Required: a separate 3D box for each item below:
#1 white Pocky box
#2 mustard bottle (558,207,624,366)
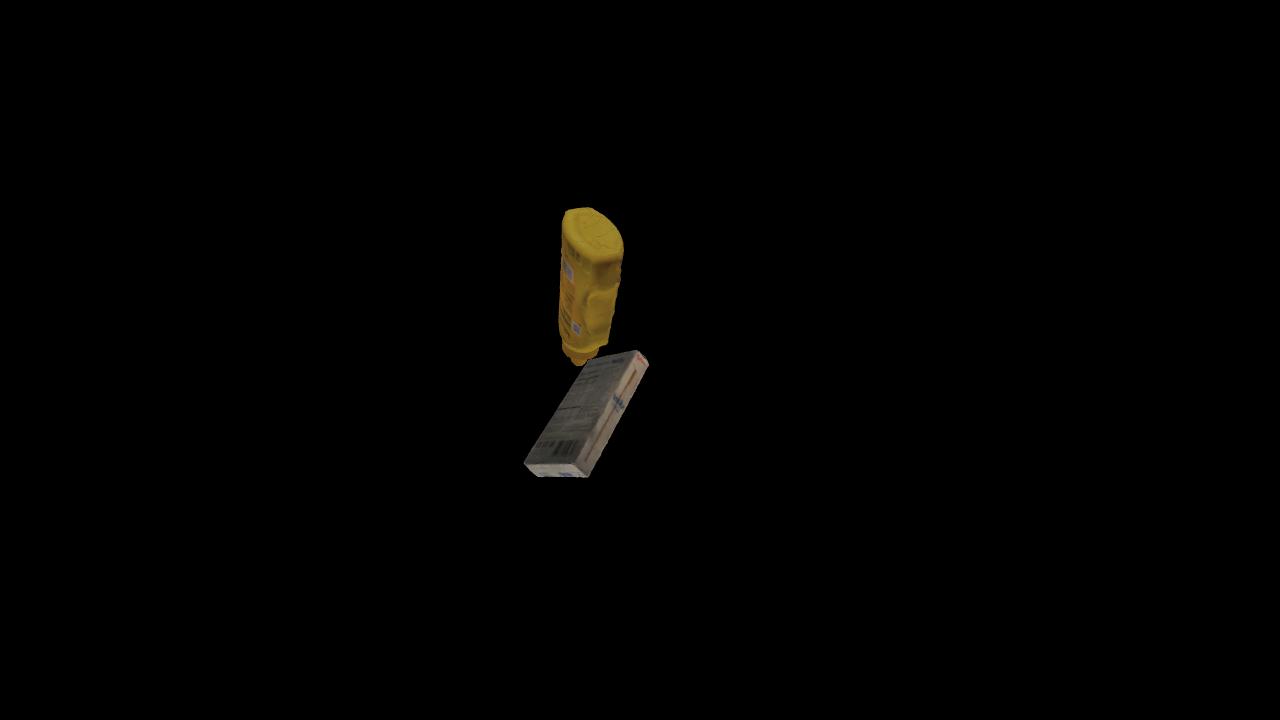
[{"bbox_3d":[-0.056,0.056,0.659,0.084,0.154,0.028,-10,-50,43],"label":"white Pocky box"},{"bbox_3d":[-0.059,-0.061,0.654,0.054,0.184,0.092,-17,52,-26],"label":"mustard bottle"}]
